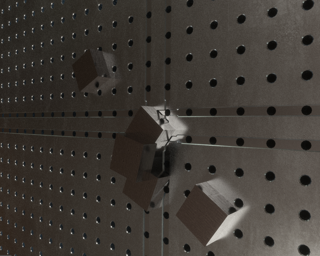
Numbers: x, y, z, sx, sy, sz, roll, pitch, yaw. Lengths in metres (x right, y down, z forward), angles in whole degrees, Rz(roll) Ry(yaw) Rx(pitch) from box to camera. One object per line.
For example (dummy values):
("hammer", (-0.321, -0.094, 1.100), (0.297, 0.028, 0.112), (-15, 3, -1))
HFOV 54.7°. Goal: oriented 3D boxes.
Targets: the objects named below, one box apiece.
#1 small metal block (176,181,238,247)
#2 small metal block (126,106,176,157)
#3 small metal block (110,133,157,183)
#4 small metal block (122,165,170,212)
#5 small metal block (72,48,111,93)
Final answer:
("small metal block", (0.054, 0.100, 0.363), (0.050, 0.025, 0.050), (42, 115, 31))
("small metal block", (-0.015, 0.005, 0.420), (0.050, 0.025, 0.050), (47, 118, 29))
("small metal block", (-0.035, 0.037, 0.404), (0.050, 0.025, 0.050), (20, 103, 38))
("small metal block", (-0.019, 0.077, 0.423), (0.050, 0.025, 0.050), (29, 108, 36))
("small metal block", (-0.111, -0.091, 0.498), (0.050, 0.025, 0.050), (-30, 71, 35))
